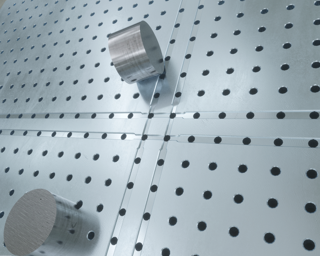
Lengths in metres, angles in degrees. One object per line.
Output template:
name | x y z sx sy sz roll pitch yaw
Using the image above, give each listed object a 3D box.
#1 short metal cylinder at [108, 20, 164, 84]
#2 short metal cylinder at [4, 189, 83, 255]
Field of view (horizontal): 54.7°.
short metal cylinder | -0.033 -0.111 0.458 0.050 0.080 0.080 -16 55 19
short metal cylinder | -0.147 0.124 0.394 0.080 0.050 0.080 -13 56 21
